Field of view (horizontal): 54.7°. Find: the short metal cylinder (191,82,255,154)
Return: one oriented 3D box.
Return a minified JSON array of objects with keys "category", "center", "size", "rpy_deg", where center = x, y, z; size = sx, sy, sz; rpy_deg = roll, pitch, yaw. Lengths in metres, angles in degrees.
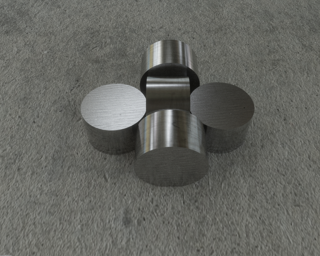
[{"category":"short metal cylinder","center":[0.075,-0.014,0.400],"size":[0.080,0.050,0.080],"rpy_deg":[0,50,0]}]

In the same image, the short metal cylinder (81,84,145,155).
[{"category":"short metal cylinder","center":[-0.056,-0.012,0.398],"size":[0.081,0.050,0.080],"rpy_deg":[1,50,-1]}]

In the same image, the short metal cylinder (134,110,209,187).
[{"category":"short metal cylinder","center":[0.012,0.025,0.349],"size":[0.081,0.080,0.050],"rpy_deg":[0,50,0]}]

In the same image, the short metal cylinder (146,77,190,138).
[{"category":"short metal cylinder","center":[0.010,-0.025,0.390],"size":[0.050,0.080,0.080],"rpy_deg":[0,50,0]}]

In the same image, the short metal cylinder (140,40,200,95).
[{"category":"short metal cylinder","center":[0.013,-0.075,0.433],"size":[0.081,0.080,0.050],"rpy_deg":[0,50,0]}]
